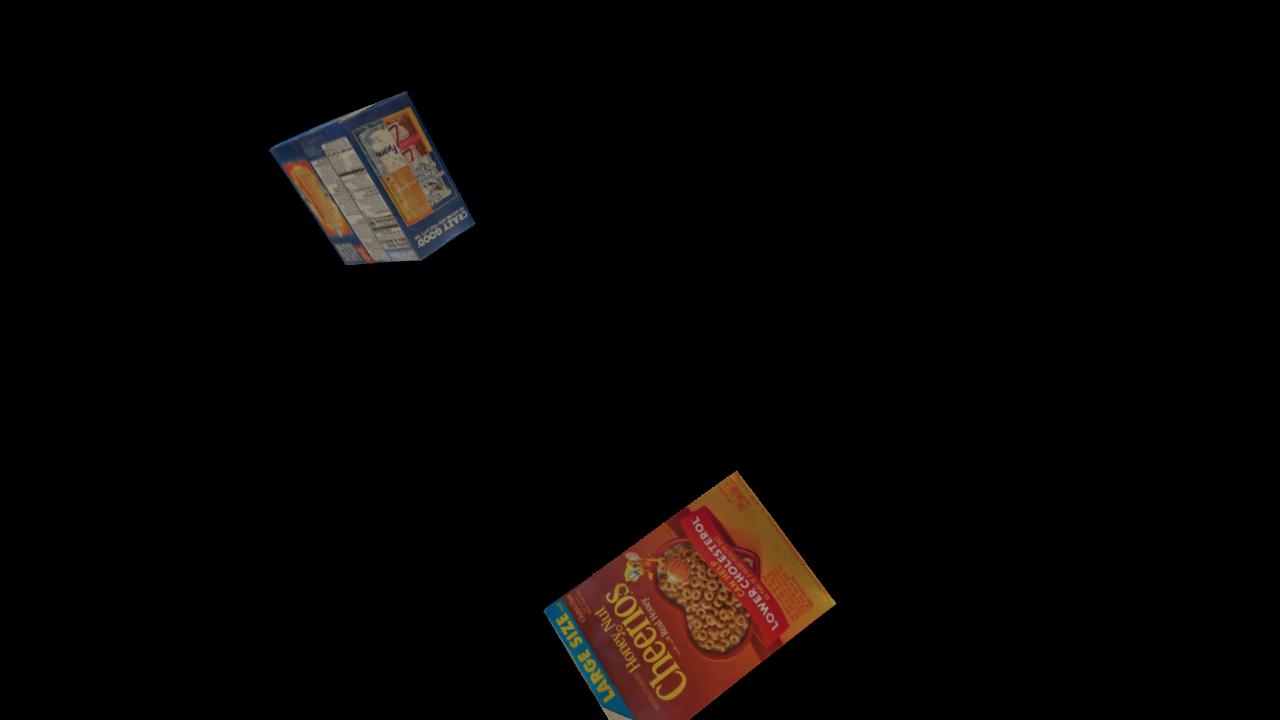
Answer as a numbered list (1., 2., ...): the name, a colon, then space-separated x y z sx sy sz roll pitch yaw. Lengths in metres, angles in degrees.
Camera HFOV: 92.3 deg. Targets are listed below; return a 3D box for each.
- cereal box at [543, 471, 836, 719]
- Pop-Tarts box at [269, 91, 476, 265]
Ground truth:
1. cereal box: 0.061 0.313 0.781 0.306 0.203 0.081 -33 -17 -9
2. Pop-Tarts box: -0.277 -0.181 0.640 0.167 0.141 0.083 6 40 41
